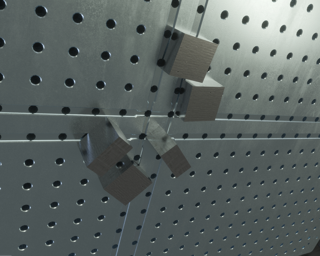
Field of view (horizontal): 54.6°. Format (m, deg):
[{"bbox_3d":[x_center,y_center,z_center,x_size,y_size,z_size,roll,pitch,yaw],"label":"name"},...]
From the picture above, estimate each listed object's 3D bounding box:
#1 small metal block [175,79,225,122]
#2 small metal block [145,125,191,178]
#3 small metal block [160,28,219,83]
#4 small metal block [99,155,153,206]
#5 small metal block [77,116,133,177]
[{"bbox_3d":[0.053,-0.037,0.417,0.050,0.025,0.050,-2,120,-27],"label":"small metal block"},{"bbox_3d":[0.011,0.032,0.420,0.025,0.050,0.050,-36,129,-4],"label":"small metal block"},{"bbox_3d":[0.035,-0.087,0.376,0.050,0.025,0.050,7,115,-32],"label":"small metal block"},{"bbox_3d":[-0.047,0.072,0.430,0.050,0.025,0.050,-41,129,-1],"label":"small metal block"},{"bbox_3d":[-0.067,0.021,0.371,0.050,0.050,0.025,-43,129,1],"label":"small metal block"}]
